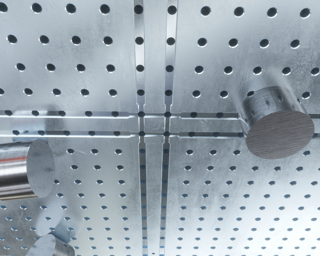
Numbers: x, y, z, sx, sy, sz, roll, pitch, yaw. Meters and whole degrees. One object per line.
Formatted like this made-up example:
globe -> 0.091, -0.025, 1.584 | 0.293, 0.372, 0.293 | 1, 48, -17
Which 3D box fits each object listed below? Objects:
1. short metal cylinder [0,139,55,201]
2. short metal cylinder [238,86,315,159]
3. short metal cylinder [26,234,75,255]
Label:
short metal cylinder -> -0.185, 0.057, 0.421 | 0.050, 0.080, 0.080 | -7, 130, 5
short metal cylinder -> 0.144, -0.006, 0.393 | 0.081, 0.050, 0.079 | 0, 130, 0
short metal cylinder -> -0.209, 0.250, 0.586 | 0.080, 0.080, 0.050 | -27, 125, 20
